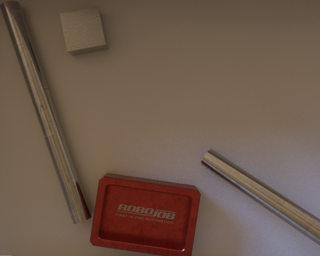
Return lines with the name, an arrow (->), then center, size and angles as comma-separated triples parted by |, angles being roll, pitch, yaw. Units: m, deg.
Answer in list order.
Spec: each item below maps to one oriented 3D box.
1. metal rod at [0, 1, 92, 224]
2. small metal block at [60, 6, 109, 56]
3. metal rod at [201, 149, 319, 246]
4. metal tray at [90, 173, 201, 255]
metal rod -> -0.150, -0.020, 0.409 | 0.025, 0.025, 0.298 | -19, 90, 0
small metal block -> -0.099, -0.127, 0.410 | 0.050, 0.025, 0.050 | -11, 90, -1
metal rod -> 0.175, 0.114, 0.351 | 0.300, 0.025, 0.025 | 34, 90, 25
metal tray -> -0.019, 0.114, 0.408 | 0.131, 0.030, 0.089 | 9, 90, -1
